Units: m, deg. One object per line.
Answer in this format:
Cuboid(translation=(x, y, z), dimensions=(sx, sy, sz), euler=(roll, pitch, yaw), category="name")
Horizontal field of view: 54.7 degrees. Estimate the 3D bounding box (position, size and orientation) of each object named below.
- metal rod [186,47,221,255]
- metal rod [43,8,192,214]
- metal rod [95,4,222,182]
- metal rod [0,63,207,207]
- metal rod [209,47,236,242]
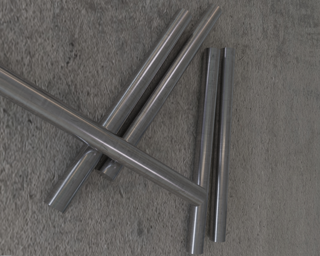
Cuboid(translation=(0.065, 0.030, 0.458), dimensions=(0.025, 0.025, 0.298), euler=(9, 84, -40), category="metal rod")
Cuboid(translation=(-0.037, -0.038, 0.373), dimensions=(0.025, 0.025, 0.300), euler=(45, 63, -31), category="metal rod")
Cuboid(translation=(0.010, -0.062, 0.412), dimensions=(0.025, 0.025, 0.300), euler=(47, 62, -30), category="metal rod")
Cuboid(translation=(-0.065, 0.009, 0.319), dimensions=(0.301, 0.025, 0.025), euler=(34, 69, -25), category="metal rod")
Cuboid(translation=(0.098, 0.024, 0.486), dimensions=(0.025, 0.025, 0.298), euler=(6, 86, -40), category="metal rod")
